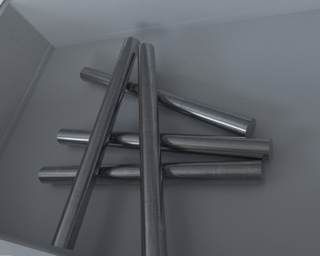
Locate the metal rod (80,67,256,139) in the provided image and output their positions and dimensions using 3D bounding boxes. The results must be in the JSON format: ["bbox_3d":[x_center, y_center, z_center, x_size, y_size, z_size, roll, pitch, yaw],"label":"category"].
[{"bbox_3d":[-0.011,-0.045,0.435,0.300,0.025,0.025,22,74,35],"label":"metal rod"}]

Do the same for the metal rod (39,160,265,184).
[{"bbox_3d":[-0.030,0.057,0.383,0.301,0.025,0.025,-5,60,25],"label":"metal rod"}]

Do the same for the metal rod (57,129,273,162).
[{"bbox_3d":[-0.015,0.018,0.399,0.300,0.025,0.025,2,63,28],"label":"metal rod"}]

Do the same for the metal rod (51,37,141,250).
[{"bbox_3d":[-0.075,0.002,0.408,0.025,0.025,0.300,0,62,28],"label":"metal rod"}]

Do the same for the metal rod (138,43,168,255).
[{"bbox_3d":[-0.012,0.011,0.370,0.025,0.025,0.299,-16,55,19],"label":"metal rod"}]
